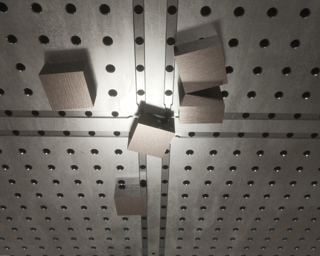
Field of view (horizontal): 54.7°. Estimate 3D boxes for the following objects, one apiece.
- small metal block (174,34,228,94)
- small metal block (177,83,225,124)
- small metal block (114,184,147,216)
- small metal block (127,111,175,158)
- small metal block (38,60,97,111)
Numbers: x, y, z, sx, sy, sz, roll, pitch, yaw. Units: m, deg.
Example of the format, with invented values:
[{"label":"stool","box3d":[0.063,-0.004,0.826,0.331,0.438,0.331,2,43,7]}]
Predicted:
[{"label":"small metal block","box3d":[0.047,-0.072,0.351,0.050,0.025,0.050,-13,129,10]},{"label":"small metal block","box3d":[0.047,-0.031,0.370,0.050,0.050,0.025,-1,130,0]},{"label":"small metal block","box3d":[-0.047,0.120,0.513,0.050,0.025,0.050,-1,130,0]},{"label":"small metal block","box3d":[-0.013,0.010,0.420,0.050,0.025,0.050,15,128,-13]},{"label":"small metal block","box3d":[-0.108,-0.050,0.368,0.050,0.025,0.050,-4,130,3]}]
